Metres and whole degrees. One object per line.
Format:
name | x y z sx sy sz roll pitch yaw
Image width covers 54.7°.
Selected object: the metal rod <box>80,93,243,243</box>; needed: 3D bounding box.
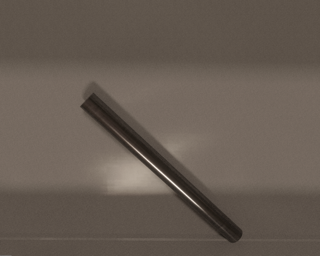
metal rod | 0.011 0.064 0.435 0.025 0.025 0.300 -43 105 14
